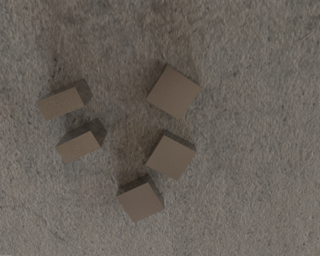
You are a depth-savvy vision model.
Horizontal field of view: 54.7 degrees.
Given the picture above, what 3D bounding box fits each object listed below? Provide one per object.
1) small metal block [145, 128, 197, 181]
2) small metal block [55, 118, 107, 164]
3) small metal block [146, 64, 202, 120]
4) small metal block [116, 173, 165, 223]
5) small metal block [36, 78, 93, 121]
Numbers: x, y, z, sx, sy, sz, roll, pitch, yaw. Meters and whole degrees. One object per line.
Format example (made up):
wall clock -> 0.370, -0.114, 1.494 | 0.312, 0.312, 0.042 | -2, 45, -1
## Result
small metal block -> 0.014, 0.037, 0.424 | 0.050, 0.025, 0.050 | 28, 107, -10
small metal block -> -0.100, 0.015, 0.401 | 0.050, 0.050, 0.025 | -25, 109, 8
small metal block -> 0.017, -0.046, 0.393 | 0.050, 0.025, 0.050 | 31, 107, -11
small metal block -> -0.027, 0.101, 0.447 | 0.050, 0.025, 0.050 | -26, 108, 9
small metal block -> -0.115, -0.036, 0.382 | 0.050, 0.050, 0.025 | -20, 109, 7
